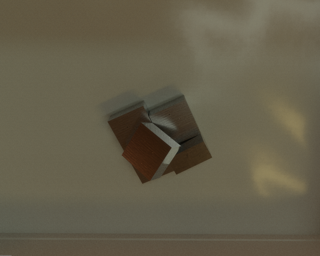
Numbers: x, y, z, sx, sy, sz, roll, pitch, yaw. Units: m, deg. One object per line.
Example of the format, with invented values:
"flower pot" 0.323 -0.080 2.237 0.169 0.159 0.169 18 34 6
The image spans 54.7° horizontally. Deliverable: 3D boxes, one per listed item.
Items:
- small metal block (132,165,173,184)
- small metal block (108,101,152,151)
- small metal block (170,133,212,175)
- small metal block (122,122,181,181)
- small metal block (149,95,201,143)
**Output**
"small metal block" -0.012 0.041 0.425 0.050 0.025 0.050 -24 109 8
"small metal block" -0.033 -0.001 0.409 0.050 0.025 0.050 -24 109 8
"small metal block" 0.036 0.029 0.407 0.050 0.050 0.025 -27 108 8
"small metal block" -0.011 0.028 0.380 0.050 0.025 0.050 39 108 22
"small metal block" 0.020 -0.008 0.407 0.050 0.025 0.050 -24 109 8
